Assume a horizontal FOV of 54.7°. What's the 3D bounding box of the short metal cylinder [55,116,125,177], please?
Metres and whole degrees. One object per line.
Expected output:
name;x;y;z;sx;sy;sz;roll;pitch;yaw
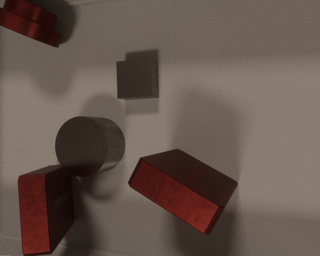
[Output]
short metal cylinder;-0.096;0.024;0.430;0.080;0.050;0.079;0;90;19

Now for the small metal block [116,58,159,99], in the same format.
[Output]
small metal block;-0.030;-0.065;0.420;0.050;0.025;0.050;-2;89;19

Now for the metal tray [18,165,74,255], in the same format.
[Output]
metal tray;-0.142;0.098;0.402;0.030;0.130;0.089;-4;89;-4

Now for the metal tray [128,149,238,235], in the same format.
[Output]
metal tray;0.033;0.061;0.343;0.090;0.130;0.030;29;100;17

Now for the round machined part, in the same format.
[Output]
round machined part;-0.184;-0.153;0.435;0.098;0.098;0.042;26;99;18
